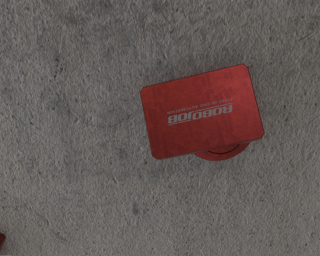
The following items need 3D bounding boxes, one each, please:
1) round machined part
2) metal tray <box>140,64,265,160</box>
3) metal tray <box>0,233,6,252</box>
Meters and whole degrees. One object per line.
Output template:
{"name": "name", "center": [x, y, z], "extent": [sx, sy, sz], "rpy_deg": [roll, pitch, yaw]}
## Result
{"name": "round machined part", "center": [0.075, -0.001, 0.401], "extent": [0.099, 0.042, 0.097], "rpy_deg": [0, 110, 0]}
{"name": "metal tray", "center": [0.049, -0.017, 0.375], "extent": [0.131, 0.030, 0.090], "rpy_deg": [-12, 81, 8]}
{"name": "metal tray", "center": [-0.307, 0.208, 0.481], "extent": [0.090, 0.030, 0.129], "rpy_deg": [24, 108, -9]}
